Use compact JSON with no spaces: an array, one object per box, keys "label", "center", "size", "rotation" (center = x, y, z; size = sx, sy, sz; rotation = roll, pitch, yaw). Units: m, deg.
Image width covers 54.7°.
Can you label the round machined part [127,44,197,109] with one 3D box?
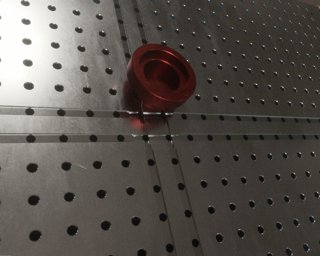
[{"label":"round machined part","center":[-0.001,-0.068,0.440],"size":[0.099,0.042,0.098],"rotation":[14,56,-21]}]
